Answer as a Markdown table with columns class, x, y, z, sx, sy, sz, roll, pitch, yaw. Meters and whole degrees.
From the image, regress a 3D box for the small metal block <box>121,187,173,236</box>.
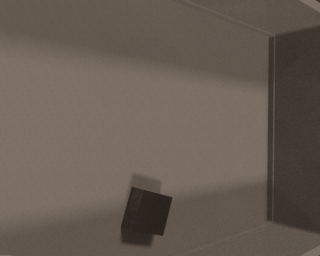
| class | x | y | z | sx | sy | sz | roll | pitch | yaw |
| --- | --- | --- | --- | --- | --- | --- | --- | --- | --- |
| small metal block | -0.016 | 0.107 | 0.396 | 0.050 | 0.025 | 0.050 | 24 | 75 | -38 |
